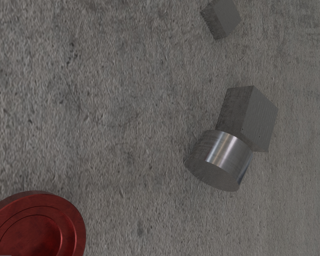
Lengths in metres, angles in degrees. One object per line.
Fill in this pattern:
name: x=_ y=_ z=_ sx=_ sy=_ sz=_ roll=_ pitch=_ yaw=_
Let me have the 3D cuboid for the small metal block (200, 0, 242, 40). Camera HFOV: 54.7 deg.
small metal block: x=0.096 y=-0.175 z=0.485 sx=0.050 sy=0.025 sz=0.050 roll=-51 pitch=120 yaw=-28

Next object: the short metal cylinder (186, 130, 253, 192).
short metal cylinder: x=0.084 y=0.047 z=0.439 sx=0.080 sy=0.080 sz=0.050 roll=47 pitch=62 yaw=-30

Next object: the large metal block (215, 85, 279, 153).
large metal block: x=0.143 y=-0.013 z=0.508 sx=0.080 sy=0.050 sz=0.080 roll=31 pitch=71 yaw=-36

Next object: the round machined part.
round machined part: x=-0.124 y=0.107 z=0.290 sx=0.099 sy=0.042 sz=0.097 roll=0 pitch=90 yaw=-40
